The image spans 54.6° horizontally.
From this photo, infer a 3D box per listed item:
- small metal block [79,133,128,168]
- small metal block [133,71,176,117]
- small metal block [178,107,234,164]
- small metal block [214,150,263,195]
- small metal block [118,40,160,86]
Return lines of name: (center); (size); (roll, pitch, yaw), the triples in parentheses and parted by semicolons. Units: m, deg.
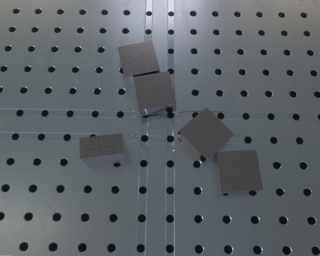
small metal block: (-0.069, 0.029, 0.388); (0.050, 0.050, 0.025); (-7, 70, -3)
small metal block: (-0.007, -0.047, 0.429); (0.050, 0.025, 0.050); (-10, 70, -4)
small metal block: (0.059, 0.010, 0.409); (0.050, 0.025, 0.050); (-40, 75, -13)
small metal block: (0.098, 0.056, 0.392); (0.050, 0.025, 0.050); (-3, 70, -1)
small metal block: (-0.030, -0.093, 0.446); (0.050, 0.025, 0.050); (-13, 71, -5)
